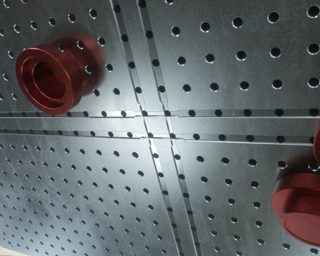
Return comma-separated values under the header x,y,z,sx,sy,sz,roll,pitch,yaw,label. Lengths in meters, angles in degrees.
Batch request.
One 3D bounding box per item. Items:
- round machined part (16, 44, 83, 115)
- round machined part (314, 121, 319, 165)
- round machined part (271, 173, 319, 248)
x,y,z,sx,sy,sz,roll,pitch,yaw,label
-0.149,-0.070,0.436,0.098,0.042,0.097,13,124,21,round machined part
0.206,0.021,0.305,0.098,0.042,0.097,13,124,21,round machined part
0.176,0.099,0.352,0.098,0.042,0.098,22,143,18,round machined part
